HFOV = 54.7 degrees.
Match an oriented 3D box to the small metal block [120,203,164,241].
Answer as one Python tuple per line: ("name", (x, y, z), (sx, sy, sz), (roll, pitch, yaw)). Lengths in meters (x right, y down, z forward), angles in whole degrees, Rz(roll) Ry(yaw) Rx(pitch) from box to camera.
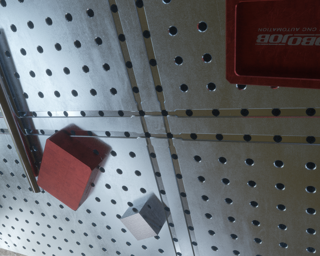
("small metal block", (-0.031, 0.159, 0.524), (0.050, 0.025, 0.050), (-30, 102, 37))

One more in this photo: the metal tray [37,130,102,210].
("metal tray", (-0.160, 0.077, 0.537), (0.090, 0.030, 0.129), (33, 129, 6))

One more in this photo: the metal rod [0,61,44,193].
("metal rod", (-0.252, -0.011, 0.534), (0.025, 0.025, 0.298), (7, 122, 24))

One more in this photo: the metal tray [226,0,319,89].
("metal tray", (0.129, -0.084, 0.287), (0.130, 0.030, 0.089), (7, 122, 24))
